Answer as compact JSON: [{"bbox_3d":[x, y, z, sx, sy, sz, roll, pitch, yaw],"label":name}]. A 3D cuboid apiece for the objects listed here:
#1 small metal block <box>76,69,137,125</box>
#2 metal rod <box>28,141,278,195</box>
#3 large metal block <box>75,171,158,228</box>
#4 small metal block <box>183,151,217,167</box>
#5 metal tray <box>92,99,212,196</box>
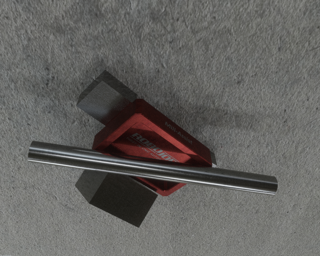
[{"bbox_3d":[-0.064,-0.034,0.378,0.050,0.025,0.050,-38,121,27],"label":"small metal block"},{"bbox_3d":[-0.001,0.051,0.380,0.302,0.025,0.025,9,130,-9],"label":"metal rod"},{"bbox_3d":[-0.063,0.087,0.435,0.080,0.080,0.050,36,80,-27],"label":"large metal block"},{"bbox_3d":[0.046,0.049,0.451,0.050,0.025,0.050,31,123,-24],"label":"small metal block"},{"bbox_3d":[-0.008,0.031,0.398,0.130,0.030,0.090,36,121,-27],"label":"metal tray"}]
